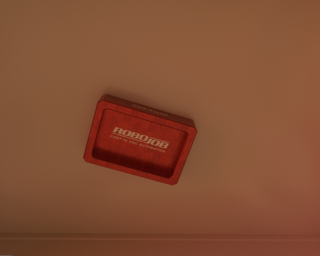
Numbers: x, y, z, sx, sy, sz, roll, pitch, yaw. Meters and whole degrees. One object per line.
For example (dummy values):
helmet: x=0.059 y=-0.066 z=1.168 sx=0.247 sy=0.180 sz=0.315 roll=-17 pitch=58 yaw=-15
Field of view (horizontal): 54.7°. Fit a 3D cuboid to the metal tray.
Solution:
metal tray: x=-0.027 y=0.017 z=0.414 sx=0.131 sy=0.030 sz=0.089 roll=16 pitch=109 yaw=-7
